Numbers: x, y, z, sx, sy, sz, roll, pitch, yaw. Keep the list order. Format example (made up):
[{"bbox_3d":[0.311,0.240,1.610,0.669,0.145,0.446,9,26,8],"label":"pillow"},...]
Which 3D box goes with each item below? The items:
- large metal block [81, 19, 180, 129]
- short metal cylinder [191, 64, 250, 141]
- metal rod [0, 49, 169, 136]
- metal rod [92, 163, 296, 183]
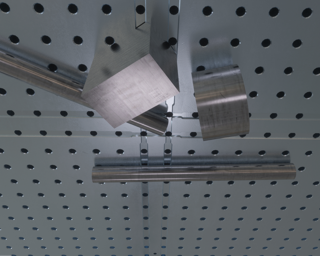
[{"bbox_3d":[-0.029,-0.058,0.326,0.080,0.080,0.050,-27,125,21],"label":"large metal block"},{"bbox_3d":[0.068,-0.028,0.352,0.050,0.080,0.080,-10,130,8],"label":"short metal cylinder"},{"bbox_3d":[-0.128,-0.054,0.363,0.302,0.025,0.025,22,127,-18],"label":"metal rod"},{"bbox_3d":[0.050,0.068,0.470,0.302,0.025,0.025,-1,130,0],"label":"metal rod"}]
